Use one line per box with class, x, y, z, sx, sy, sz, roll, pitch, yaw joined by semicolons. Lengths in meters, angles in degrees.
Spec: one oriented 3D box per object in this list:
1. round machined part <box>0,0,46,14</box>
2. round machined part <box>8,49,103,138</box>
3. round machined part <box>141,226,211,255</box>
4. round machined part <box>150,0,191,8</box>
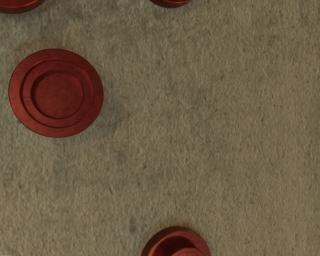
round machined part;-0.168;-0.173;0.338;0.099;0.042;0.097;0;90;-21
round machined part;-0.118;-0.038;0.357;0.099;0.042;0.097;0;90;-21
round machined part;0.025;0.186;0.411;0.099;0.042;0.097;0;90;-21
round machined part;0.016;-0.214;0.407;0.099;0.042;0.097;0;90;-21
